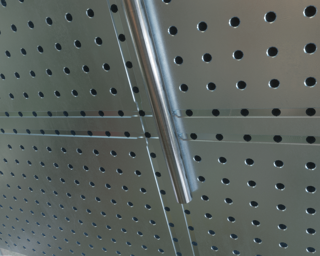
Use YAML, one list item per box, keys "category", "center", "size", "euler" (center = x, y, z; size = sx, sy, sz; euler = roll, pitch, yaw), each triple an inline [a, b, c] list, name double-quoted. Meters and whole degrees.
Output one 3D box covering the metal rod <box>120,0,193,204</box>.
- category: "metal rod"
  center: [0.000, -0.028, 0.392]
  size: [0.025, 0.025, 0.298]
  euler: [-1, 118, 28]
